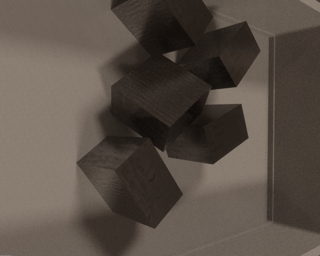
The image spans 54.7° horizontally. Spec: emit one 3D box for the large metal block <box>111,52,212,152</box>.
[{"bbox_3d":[0.000,-0.033,0.365,0.080,0.080,0.050,-44,161,-31],"label":"large metal block"}]

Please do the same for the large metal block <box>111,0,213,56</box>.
[{"bbox_3d":[0.002,-0.139,0.374,0.080,0.080,0.050,45,63,-31],"label":"large metal block"}]

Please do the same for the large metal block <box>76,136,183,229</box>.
[{"bbox_3d":[-0.034,0.056,0.344,0.050,0.080,0.080,-44,117,-31],"label":"large metal block"}]

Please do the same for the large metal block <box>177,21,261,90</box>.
[{"bbox_3d":[0.083,-0.099,0.442,0.080,0.080,0.050,-53,121,-27],"label":"large metal block"}]

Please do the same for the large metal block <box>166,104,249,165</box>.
[{"bbox_3d":[0.060,0.005,0.422,0.081,0.080,0.050,-28,110,-37],"label":"large metal block"}]
